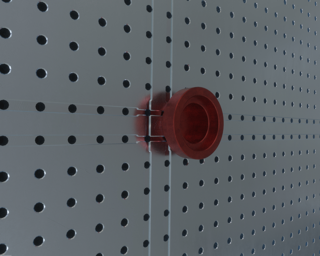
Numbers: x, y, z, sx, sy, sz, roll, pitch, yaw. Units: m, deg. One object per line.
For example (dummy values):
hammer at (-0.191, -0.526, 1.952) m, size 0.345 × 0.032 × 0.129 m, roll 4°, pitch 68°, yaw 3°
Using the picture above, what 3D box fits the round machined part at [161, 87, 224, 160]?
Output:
round machined part at (0.041, -0.006, 0.431) m, size 0.099 × 0.042 × 0.097 m, roll 0°, pitch 90°, yaw -40°
